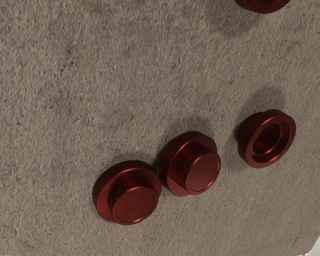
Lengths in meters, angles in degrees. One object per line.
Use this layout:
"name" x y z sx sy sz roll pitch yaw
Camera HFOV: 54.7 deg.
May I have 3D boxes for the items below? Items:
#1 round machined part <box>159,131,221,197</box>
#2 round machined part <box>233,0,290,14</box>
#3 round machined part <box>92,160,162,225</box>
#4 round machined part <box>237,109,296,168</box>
"round machined part" 0.050 0.057 0.447 0.099 0.042 0.097 -19 123 -33
"round machined part" 0.115 -0.183 0.347 0.099 0.042 0.097 -14 125 -21
"round machined part" -0.041 0.097 0.435 0.099 0.042 0.097 -14 125 -21
"round machined part" 0.165 0.013 0.497 0.099 0.042 0.097 -14 125 -21
